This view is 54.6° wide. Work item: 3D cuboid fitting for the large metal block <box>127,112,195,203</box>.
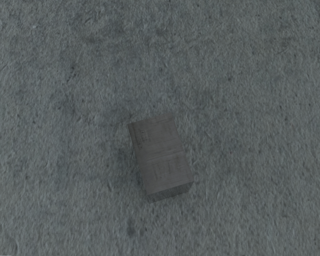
[{"bbox_3d":[0.000,0.038,0.365,0.050,0.080,0.080,-16,71,-6],"label":"large metal block"}]
